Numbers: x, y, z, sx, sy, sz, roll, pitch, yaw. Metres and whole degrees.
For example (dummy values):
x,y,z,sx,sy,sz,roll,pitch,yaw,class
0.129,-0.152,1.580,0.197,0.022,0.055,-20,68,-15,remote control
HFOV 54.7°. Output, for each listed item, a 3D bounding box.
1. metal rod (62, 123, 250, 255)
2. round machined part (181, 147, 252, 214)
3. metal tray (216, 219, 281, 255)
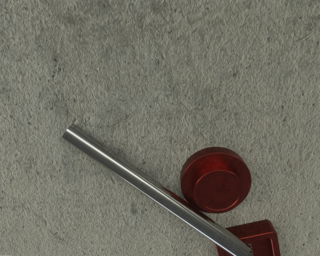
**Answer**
x,y,z,sx,sy,sz,roll,pitch,yaw,class
-0.001,0.091,0.426,0.301,0.025,0.025,36,106,-6,metal rod
0.079,0.079,0.431,0.099,0.042,0.097,0,110,-1,round machined part
0.142,0.213,0.487,0.090,0.030,0.129,-14,110,4,metal tray
